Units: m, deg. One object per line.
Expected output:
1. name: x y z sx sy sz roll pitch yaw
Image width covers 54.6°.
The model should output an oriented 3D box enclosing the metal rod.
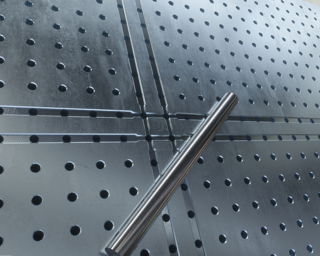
1. metal rod: 0.034 0.040 0.401 0.025 0.025 0.301 42 51 0
